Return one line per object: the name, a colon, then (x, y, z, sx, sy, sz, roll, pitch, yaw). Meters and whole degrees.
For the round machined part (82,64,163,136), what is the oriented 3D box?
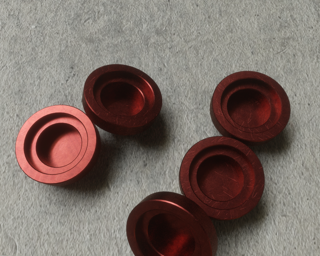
round machined part: (-0.050, -0.032, 0.399, 0.099, 0.042, 0.098, 10, 55, -15)

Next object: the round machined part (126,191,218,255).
round machined part: (0.016, 0.114, 0.339, 0.098, 0.042, 0.097, 8, 108, 25)

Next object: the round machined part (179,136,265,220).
round machined part: (0.072, 0.062, 0.377, 0.099, 0.042, 0.098, 0, 70, 0)

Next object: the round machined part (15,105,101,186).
round machined part: (-0.122, 0.024, 0.387, 0.099, 0.042, 0.098, -1, 72, 3)

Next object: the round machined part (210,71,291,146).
round machined part: (0.115, -0.023, 0.408, 0.099, 0.042, 0.098, 0, 70, 0)
